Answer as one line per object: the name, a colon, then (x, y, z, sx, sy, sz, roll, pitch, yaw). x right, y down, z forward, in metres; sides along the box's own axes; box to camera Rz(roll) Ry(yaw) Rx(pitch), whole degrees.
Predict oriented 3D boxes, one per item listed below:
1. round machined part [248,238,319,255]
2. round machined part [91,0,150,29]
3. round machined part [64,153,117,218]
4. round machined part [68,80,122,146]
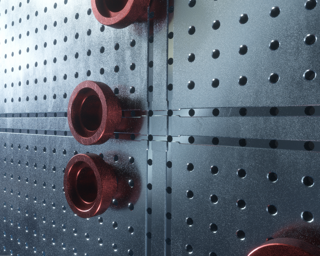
round machined part: (0.129, 0.153, 0.292, 0.098, 0.042, 0.097, 0, 90, 40)
round machined part: (-0.051, -0.191, 0.442, 0.098, 0.042, 0.097, 0, 90, 40)
round machined part: (-0.106, 0.088, 0.487, 0.098, 0.042, 0.097, 0, 90, 40)
round machined part: (-0.097, -0.023, 0.480, 0.098, 0.042, 0.097, 0, 90, 40)
